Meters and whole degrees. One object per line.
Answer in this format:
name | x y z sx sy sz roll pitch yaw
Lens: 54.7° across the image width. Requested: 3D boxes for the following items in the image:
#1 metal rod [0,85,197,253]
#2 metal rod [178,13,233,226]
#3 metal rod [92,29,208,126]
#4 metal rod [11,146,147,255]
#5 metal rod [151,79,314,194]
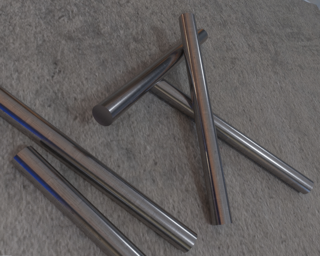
metal rod | -0.085 0.036 0.336 0.301 0.025 0.025 38 51 -3
metal rod | 0.058 -0.024 0.421 0.025 0.025 0.299 2 70 -28
metal rod | 0.006 -0.087 0.431 0.025 0.025 0.301 42 41 0
metal rod | -0.030 0.129 0.309 0.300 0.025 0.025 43 51 1
metal rod | 0.100 0.007 0.455 0.301 0.025 0.025 34 51 -7
